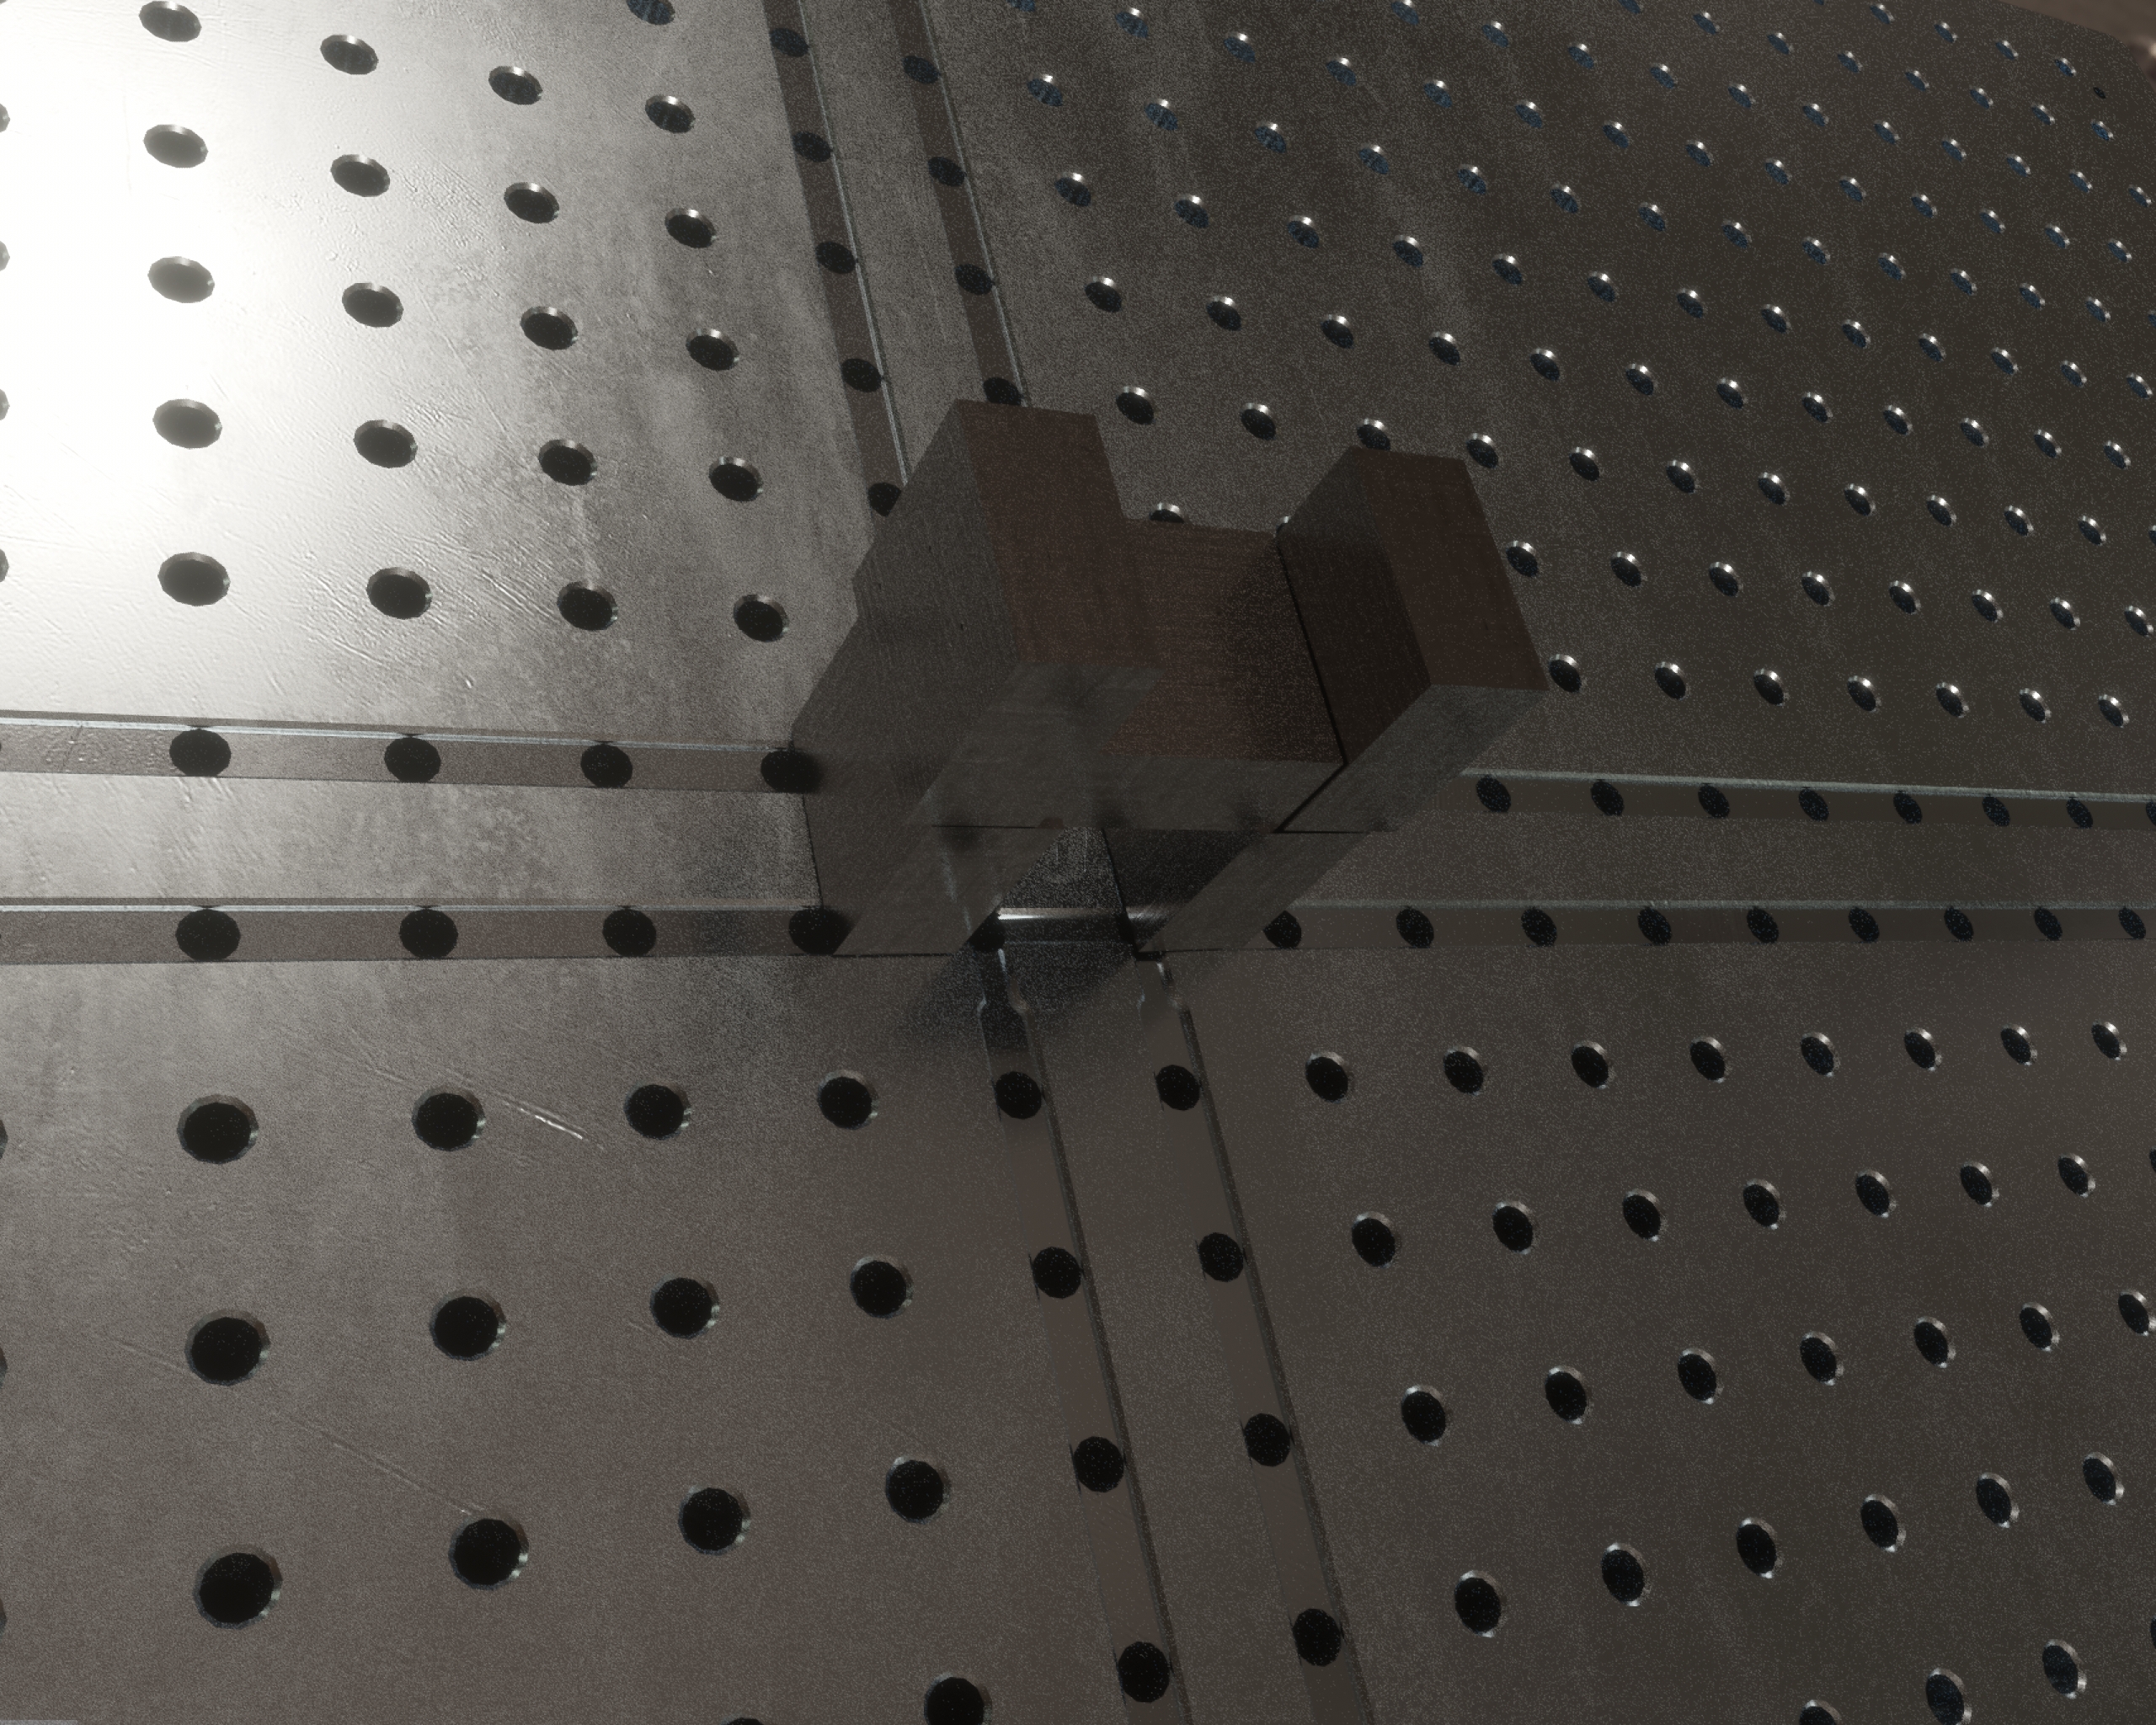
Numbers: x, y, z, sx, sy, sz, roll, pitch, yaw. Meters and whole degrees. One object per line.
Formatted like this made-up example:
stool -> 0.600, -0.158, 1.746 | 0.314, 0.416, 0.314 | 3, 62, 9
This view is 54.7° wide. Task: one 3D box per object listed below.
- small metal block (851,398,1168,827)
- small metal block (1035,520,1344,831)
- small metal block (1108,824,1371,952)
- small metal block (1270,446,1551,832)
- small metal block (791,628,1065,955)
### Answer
small metal block -> -0.013, -0.040, 0.345 | 0.025, 0.050, 0.050 | 0, 61, -28
small metal block -> 0.014, -0.034, 0.374 | 0.050, 0.025, 0.050 | 1, 61, -28
small metal block -> 0.028, -0.016, 0.418 | 0.025, 0.050, 0.050 | -1, 62, -29
small metal block -> 0.054, -0.040, 0.381 | 0.025, 0.050, 0.050 | 0, 61, -28
small metal block -> -0.029, -0.016, 0.387 | 0.025, 0.050, 0.050 | 1, 62, -28
